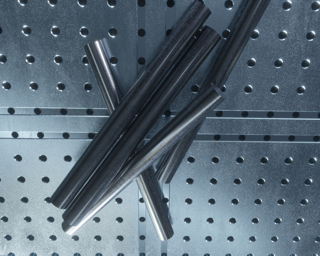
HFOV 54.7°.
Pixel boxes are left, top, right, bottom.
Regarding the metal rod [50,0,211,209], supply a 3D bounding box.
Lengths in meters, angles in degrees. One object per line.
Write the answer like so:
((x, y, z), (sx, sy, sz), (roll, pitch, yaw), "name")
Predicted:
((-0.040, -0.023, 0.379), (0.025, 0.025, 0.299), (36, 97, -13), "metal rod")

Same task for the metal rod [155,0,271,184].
((0.068, -0.056, 0.393), (0.025, 0.025, 0.298), (24, 108, -9), "metal rod")

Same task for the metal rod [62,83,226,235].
((-0.035, 0.053, 0.404), (0.025, 0.025, 0.299), (41, 113, -14), "metal rod")

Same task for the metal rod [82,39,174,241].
((-0.036, 0.030, 0.423), (0.025, 0.025, 0.298), (-17, 110, 6), "metal rod")

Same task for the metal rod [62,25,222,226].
((-0.027, 0.002, 0.389), (0.025, 0.025, 0.299), (36, 97, -13), "metal rod")
